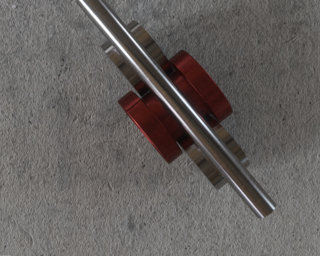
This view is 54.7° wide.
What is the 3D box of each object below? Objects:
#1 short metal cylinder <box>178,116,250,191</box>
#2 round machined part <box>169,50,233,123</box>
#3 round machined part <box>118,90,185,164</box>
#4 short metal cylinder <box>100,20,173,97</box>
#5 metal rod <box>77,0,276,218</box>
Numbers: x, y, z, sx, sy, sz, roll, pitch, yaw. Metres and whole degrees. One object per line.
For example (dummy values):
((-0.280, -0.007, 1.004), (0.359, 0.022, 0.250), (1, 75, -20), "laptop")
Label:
((0.065, 0.030, 0.384), (0.050, 0.080, 0.080), (-39, 91, 0), "short metal cylinder")
((0.040, -0.043, 0.375), (0.042, 0.098, 0.098), (-39, 90, 5), "round machined part")
((-0.004, -0.007, 0.373), (0.042, 0.098, 0.098), (-39, 91, -4), "round machined part")
((-0.028, -0.084, 0.383), (0.050, 0.080, 0.080), (-39, 91, 0), "short metal cylinder")
((0.018, -0.026, 0.332), (0.025, 0.025, 0.300), (-40, 91, 0), "metal rod")
